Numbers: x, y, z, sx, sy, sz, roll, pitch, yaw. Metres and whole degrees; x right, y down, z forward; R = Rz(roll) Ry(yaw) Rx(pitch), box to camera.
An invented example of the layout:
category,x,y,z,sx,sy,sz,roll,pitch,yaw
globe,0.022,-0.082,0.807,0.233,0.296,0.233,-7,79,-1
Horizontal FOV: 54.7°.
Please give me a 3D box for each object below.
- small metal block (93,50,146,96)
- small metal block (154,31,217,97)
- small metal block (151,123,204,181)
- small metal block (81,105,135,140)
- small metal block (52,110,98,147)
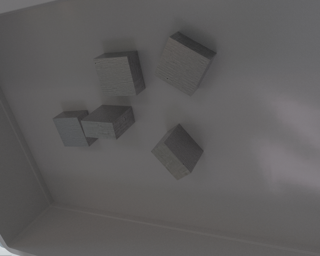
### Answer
category,x,y,z,sx,sy,sz,roll,pitch,yaw
small metal block,-0.051,-0.069,0.393,0.050,0.025,0.050,2,120,27
small metal block,0.028,-0.072,0.350,0.050,0.025,0.050,32,129,7
small metal block,0.024,0.030,0.399,0.050,0.050,0.025,48,129,-6
small metal block,-0.070,-0.009,0.424,0.050,0.050,0.025,4,120,26
small metal block,-0.130,0.001,0.478,0.050,0.025,0.050,-2,118,29
